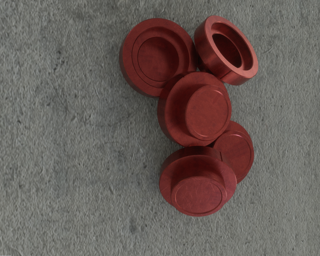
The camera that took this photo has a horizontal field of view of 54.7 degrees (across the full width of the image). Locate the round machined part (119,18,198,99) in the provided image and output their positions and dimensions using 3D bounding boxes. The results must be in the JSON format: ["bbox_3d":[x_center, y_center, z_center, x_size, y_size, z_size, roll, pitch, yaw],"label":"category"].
[{"bbox_3d":[-0.005,-0.087,0.400,0.099,0.042,0.097,0,90,-21],"label":"round machined part"}]

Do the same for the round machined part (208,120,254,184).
[{"bbox_3d":[0.092,0.037,0.437,0.099,0.042,0.097,0,90,-21],"label":"round machined part"}]

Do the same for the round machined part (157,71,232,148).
[{"bbox_3d":[0.050,-0.021,0.385,0.099,0.042,0.097,-6,104,-27],"label":"round machined part"}]

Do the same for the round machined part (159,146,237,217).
[{"bbox_3d":[0.048,0.074,0.393,0.099,0.042,0.097,1,122,2],"label":"round machined part"}]

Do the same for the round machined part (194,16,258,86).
[{"bbox_3d":[0.083,-0.099,0.418,0.099,0.042,0.098,20,54,-29],"label":"round machined part"}]
